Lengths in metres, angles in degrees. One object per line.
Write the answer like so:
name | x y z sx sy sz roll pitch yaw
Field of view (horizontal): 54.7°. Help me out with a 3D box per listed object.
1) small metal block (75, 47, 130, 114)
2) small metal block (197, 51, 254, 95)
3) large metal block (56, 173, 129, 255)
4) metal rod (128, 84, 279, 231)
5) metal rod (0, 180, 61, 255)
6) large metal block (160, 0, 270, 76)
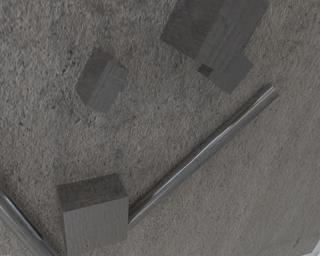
small metal block | -0.062 -0.051 0.325 0.025 0.050 0.050 20 108 -36
small metal block | 0.086 -0.079 0.405 0.050 0.025 0.050 29 102 -38
large metal block | -0.089 0.115 0.413 0.081 0.050 0.079 -9 123 -24
metal rod | 0.058 0.045 0.466 0.300 0.025 0.025 -42 130 1
metal rod | -0.170 0.132 0.395 0.025 0.025 0.298 -26 128 -13
large metal block | 0.054 -0.113 0.331 0.050 0.080 0.080 15 111 -34
